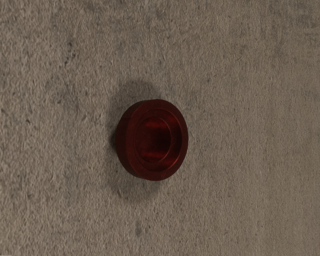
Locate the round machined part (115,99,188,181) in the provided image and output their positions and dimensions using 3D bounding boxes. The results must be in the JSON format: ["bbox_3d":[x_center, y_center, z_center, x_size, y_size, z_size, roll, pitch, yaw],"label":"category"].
[{"bbox_3d":[-0.014,0.014,0.384,0.099,0.042,0.097,0,90,-40],"label":"round machined part"}]
